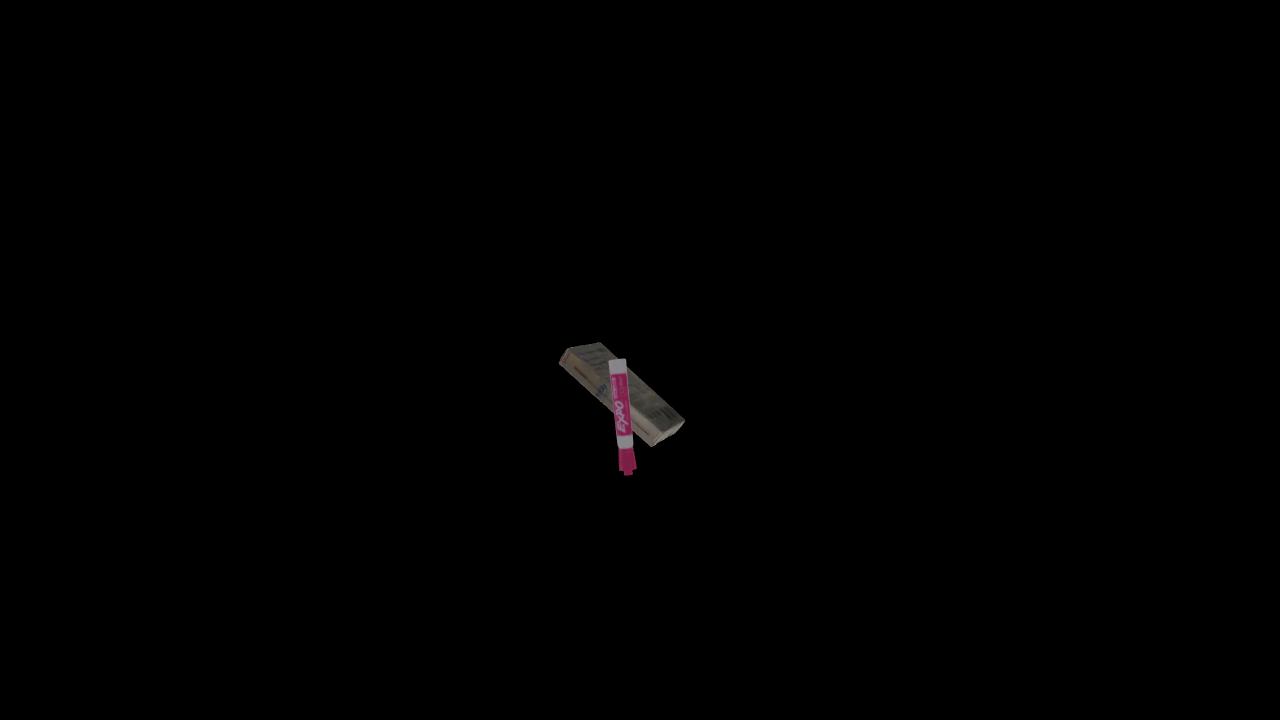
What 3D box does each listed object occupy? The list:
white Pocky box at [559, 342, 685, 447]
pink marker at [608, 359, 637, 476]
[{"bbox_3d":[-0.020,0.038,0.749,0.154,0.028,0.084,41,21,15],"label":"white Pocky box"},{"bbox_3d":[-0.018,0.059,0.639,0.020,0.121,0.020,-6,-2,0],"label":"pink marker"}]
